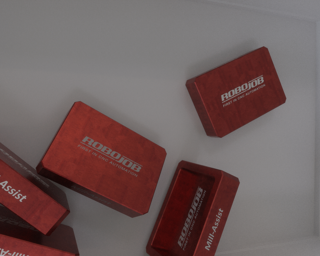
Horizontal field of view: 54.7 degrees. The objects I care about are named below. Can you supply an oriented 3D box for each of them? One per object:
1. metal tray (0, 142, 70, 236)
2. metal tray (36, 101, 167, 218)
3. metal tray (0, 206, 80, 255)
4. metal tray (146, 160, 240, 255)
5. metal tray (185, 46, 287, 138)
[{"bbox_3d":[-0.155,0.049,0.318,0.130,0.090,0.030,43,77,-15],"label":"metal tray"},{"bbox_3d":[-0.063,0.038,0.366,0.131,0.030,0.090,31,56,-18],"label":"metal tray"},{"bbox_3d":[-0.154,0.112,0.319,0.131,0.090,0.030,24,82,-19],"label":"metal tray"},{"bbox_3d":[0.038,0.111,0.386,0.030,0.090,0.130,27,79,-29],"label":"metal tray"},{"bbox_3d":[0.112,-0.053,0.449,0.131,0.030,0.090,-27,99,-18],"label":"metal tray"}]
